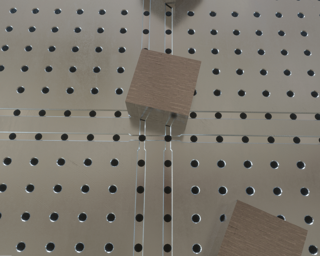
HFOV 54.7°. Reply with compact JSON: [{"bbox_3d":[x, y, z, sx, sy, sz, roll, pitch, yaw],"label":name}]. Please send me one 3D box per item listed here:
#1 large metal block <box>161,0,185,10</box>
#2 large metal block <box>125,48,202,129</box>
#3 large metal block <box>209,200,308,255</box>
[{"bbox_3d":[0.020,-0.250,0.490,0.080,0.050,0.080,40,74,13],"label":"large metal block"},{"bbox_3d":[0.006,-0.052,0.417,0.080,0.050,0.080,13,70,4],"label":"large metal block"},{"bbox_3d":[0.106,0.138,0.350,0.080,0.050,0.080,23,71,8],"label":"large metal block"}]
